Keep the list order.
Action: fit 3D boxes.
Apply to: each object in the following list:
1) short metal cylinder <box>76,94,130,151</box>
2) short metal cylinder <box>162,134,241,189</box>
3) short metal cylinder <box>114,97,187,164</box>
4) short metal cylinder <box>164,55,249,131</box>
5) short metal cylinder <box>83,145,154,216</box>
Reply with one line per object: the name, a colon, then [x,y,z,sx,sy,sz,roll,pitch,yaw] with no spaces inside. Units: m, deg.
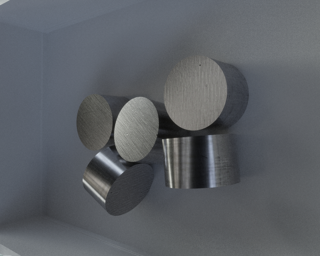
short metal cylinder: [-0.077,-0.008,0.455,0.080,0.050,0.080,0,90,40]
short metal cylinder: [0.044,0.034,0.335,0.080,0.081,0.050,-7,86,40]
short metal cylinder: [-0.013,0.005,0.393,0.080,0.050,0.080,-12,73,42]
short metal cylinder: [0.051,-0.037,0.348,0.080,0.050,0.080,0,90,40]
short metal cylinder: [-0.055,0.070,0.417,0.050,0.081,0.079,33,110,35]
